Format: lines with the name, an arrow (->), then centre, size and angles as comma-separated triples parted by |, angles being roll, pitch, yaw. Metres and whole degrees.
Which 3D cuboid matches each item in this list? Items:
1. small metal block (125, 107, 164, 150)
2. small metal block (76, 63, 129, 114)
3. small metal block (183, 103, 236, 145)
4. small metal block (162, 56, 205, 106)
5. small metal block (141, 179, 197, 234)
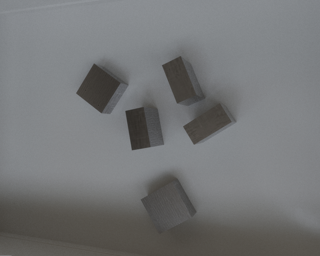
small metal block -> -0.019, 0.001, 0.403 | 0.025, 0.050, 0.050 | -11, 86, 19
small metal block -> -0.082, -0.055, 0.438 | 0.050, 0.025, 0.050 | 37, 102, 16
small metal block -> 0.062, -0.004, 0.375 | 0.050, 0.050, 0.025 | -33, 80, 17
small metal block -> 0.031, -0.057, 0.386 | 0.025, 0.050, 0.050 | -23, 83, 18
small metal block -> 0.011, 0.102, 0.406 | 0.050, 0.025, 0.050 | -33, 80, 16
